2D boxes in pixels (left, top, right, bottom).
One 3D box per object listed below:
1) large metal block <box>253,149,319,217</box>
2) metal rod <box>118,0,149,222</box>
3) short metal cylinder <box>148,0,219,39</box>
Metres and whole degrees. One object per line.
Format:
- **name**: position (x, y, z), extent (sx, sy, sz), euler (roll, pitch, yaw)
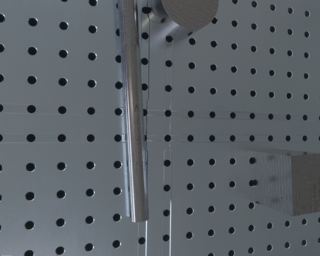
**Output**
- **large metal block**: position (0.183, 0.075, 0.451), extent (0.050, 0.080, 0.079), euler (-3, 91, -20)
- **metal rod**: position (-0.035, -0.030, 0.399), extent (0.025, 0.025, 0.298), euler (-3, 91, -20)
- **short metal cylinder**: position (0.030, -0.164, 0.410), extent (0.081, 0.050, 0.079), euler (0, 90, -20)
